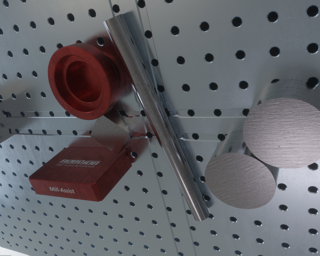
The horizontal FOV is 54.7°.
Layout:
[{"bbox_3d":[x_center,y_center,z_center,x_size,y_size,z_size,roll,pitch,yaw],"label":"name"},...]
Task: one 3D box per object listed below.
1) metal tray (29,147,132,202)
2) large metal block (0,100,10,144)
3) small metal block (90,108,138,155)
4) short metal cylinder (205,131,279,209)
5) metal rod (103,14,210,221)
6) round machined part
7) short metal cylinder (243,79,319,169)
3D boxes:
[{"bbox_3d":[-0.121,0.066,0.473,0.130,0.090,0.030,-1,118,28],"label":"metal tray"},{"bbox_3d":[-0.319,-0.004,0.541,0.050,0.080,0.079,20,126,16],"label":"large metal block"},{"bbox_3d":[-0.067,0.004,0.449,0.050,0.025,0.050,34,129,5],"label":"small metal block"},{"bbox_3d":[0.100,0.050,0.373,0.080,0.050,0.079,13,124,20],"label":"short metal cylinder"},{"bbox_3d":[0.003,0.000,0.409,0.025,0.025,0.299,-12,113,33],"label":"metal rod"},{"bbox_3d":[-0.095,-0.063,0.408,0.098,0.042,0.097,12,120,22],"label":"round machined part"},{"bbox_3d":[0.132,-0.005,0.322,0.080,0.050,0.079,13,124,21],"label":"short metal cylinder"}]
